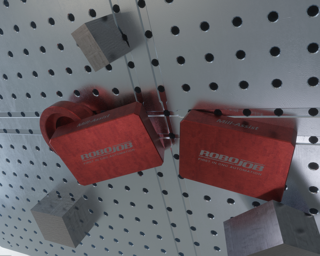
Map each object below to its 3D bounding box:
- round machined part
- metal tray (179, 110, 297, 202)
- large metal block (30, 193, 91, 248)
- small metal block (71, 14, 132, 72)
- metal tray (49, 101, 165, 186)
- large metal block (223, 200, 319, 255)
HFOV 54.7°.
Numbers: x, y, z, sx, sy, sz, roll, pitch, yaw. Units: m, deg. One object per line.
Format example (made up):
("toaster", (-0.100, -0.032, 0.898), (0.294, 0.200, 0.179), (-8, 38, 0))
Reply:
("round machined part", (-0.129, 0.002, 0.470), (0.098, 0.042, 0.097), (13, 124, 21))
("metal tray", (0.090, 0.034, 0.381), (0.130, 0.030, 0.089), (13, 124, 21))
("large metal block", (-0.194, 0.181, 0.609), (0.080, 0.050, 0.080), (3, 120, 27))
("small metal block", (-0.068, -0.101, 0.368), (0.025, 0.050, 0.050), (-21, 107, 36))
("metal tray", (-0.070, 0.025, 0.425), (0.130, 0.030, 0.090), (-17, 122, 14))
("large metal block", (0.139, 0.137, 0.384), (0.080, 0.050, 0.080), (24, 135, -27))
